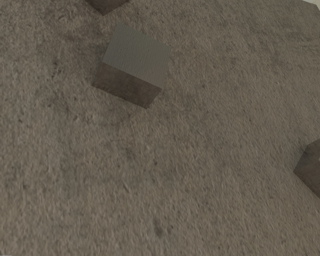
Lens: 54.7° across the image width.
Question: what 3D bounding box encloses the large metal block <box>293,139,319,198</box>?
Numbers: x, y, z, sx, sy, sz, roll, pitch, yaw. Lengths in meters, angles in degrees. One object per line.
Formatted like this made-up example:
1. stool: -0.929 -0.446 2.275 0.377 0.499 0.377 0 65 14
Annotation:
1. large metal block: 0.275 0.067 0.498 0.080 0.050 0.080 46 51 4

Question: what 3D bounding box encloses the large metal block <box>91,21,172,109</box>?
1. large metal block: -0.037 -0.084 0.421 0.080 0.050 0.080 23 53 -15

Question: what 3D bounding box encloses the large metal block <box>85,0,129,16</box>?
1. large metal block: -0.070 -0.232 0.474 0.050 0.080 0.080 40 51 -1
